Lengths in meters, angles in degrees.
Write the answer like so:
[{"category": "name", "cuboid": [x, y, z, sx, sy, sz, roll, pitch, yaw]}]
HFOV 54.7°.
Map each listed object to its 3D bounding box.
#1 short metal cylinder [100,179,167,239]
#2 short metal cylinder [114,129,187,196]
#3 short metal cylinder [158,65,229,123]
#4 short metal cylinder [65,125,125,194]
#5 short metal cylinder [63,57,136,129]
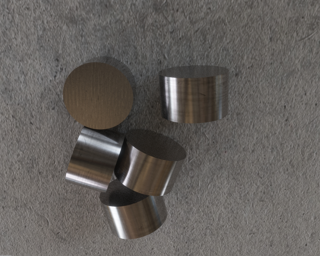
[{"category": "short metal cylinder", "cuboid": [-0.035, 0.102, 0.418, 0.080, 0.080, 0.050, -12, 110, 4]}, {"category": "short metal cylinder", "cuboid": [-0.013, 0.042, 0.396, 0.080, 0.080, 0.050, 18, 109, -7]}, {"category": "short metal cylinder", "cuboid": [0.040, -0.042, 0.365, 0.080, 0.080, 0.050, -3, 110, 1]}, {"category": "short metal cylinder", "cuboid": [-0.081, 0.037, 0.393, 0.050, 0.080, 0.079, 19, 109, -7]}, {"category": "short metal cylinder", "cuboid": [-0.071, -0.044, 0.379, 0.081, 0.050, 0.079, 0, 110, 0]}]
